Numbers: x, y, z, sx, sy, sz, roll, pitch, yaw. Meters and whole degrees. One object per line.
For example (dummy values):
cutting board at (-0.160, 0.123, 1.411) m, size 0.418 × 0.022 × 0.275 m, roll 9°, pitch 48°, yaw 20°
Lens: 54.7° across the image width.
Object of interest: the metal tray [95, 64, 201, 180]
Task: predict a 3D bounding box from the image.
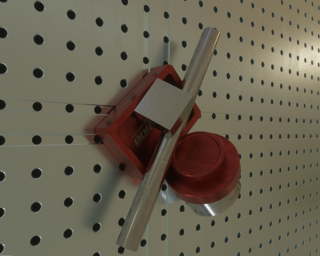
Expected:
metal tray at (-0.009, -0.009, 0.399) m, size 0.130 × 0.030 × 0.090 m, roll -51°, pitch 120°, yaw -28°

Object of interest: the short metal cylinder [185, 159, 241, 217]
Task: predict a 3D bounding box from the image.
short metal cylinder at (0.064, 0.074, 0.428) m, size 0.080 × 0.080 × 0.050 m, roll -51°, pitch 121°, yaw -28°

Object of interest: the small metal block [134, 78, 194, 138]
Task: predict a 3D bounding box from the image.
small metal block at (0.006, -0.024, 0.371) m, size 0.050 × 0.050 × 0.025 m, roll -56°, pitch 161°, yaw -14°

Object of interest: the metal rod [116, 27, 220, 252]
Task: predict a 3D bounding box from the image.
metal rod at (0.017, 0.000, 0.386) m, size 0.025 × 0.025 × 0.300 m, roll 35°, pitch 68°, yaw -35°

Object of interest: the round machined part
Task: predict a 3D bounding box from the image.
round machined part at (0.051, 0.043, 0.393) m, size 0.098 × 0.098 × 0.042 m, roll -54°, pitch 144°, yaw -27°
